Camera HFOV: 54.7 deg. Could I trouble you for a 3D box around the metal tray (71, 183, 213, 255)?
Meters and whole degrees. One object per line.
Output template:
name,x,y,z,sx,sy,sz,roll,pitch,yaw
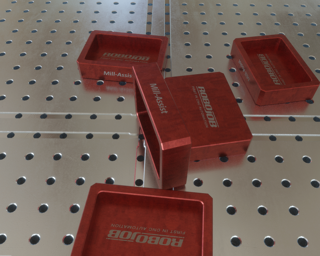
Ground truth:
metal tray,-0.014,0.107,0.313,0.131,0.030,0.090,5,50,3

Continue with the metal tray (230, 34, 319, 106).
metal tray,0.175,-0.095,0.486,0.091,0.030,0.130,-7,50,-7

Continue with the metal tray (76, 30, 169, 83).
metal tray,-0.056,-0.116,0.500,0.131,0.030,0.090,7,50,5

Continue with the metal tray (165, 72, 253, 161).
metal tray,0.059,-0.020,0.422,0.091,0.030,0.130,-7,50,-7

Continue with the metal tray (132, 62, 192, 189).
metal tray,-0.002,-0.004,0.368,0.030,0.089,0.130,-13,51,-11
